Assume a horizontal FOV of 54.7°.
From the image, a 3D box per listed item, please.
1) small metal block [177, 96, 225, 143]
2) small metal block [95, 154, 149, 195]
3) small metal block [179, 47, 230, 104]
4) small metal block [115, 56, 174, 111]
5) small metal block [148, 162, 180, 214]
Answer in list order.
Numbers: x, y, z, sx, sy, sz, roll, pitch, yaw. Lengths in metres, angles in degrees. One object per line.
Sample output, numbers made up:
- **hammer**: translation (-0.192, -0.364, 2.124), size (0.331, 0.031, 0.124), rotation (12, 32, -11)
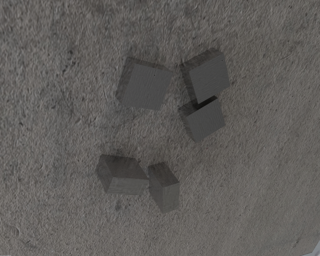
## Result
- **small metal block**: translation (0.058, -0.015, 0.429), size (0.050, 0.025, 0.050), rotation (-31, 129, -9)
- **small metal block**: translation (-0.050, 0.060, 0.401), size (0.050, 0.050, 0.025), rotation (11, 113, -33)
- **small metal block**: translation (0.058, -0.067, 0.397), size (0.050, 0.025, 0.050), rotation (-30, 129, -10)
- **small metal block**: translation (-0.019, -0.051, 0.365), size (0.050, 0.025, 0.050), rotation (7, 115, -32)
- **small metal block**: translation (0.005, 0.085, 0.446), size (0.025, 0.050, 0.050), rotation (-14, 124, -21)
